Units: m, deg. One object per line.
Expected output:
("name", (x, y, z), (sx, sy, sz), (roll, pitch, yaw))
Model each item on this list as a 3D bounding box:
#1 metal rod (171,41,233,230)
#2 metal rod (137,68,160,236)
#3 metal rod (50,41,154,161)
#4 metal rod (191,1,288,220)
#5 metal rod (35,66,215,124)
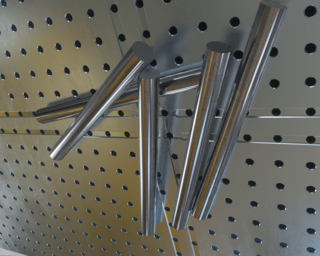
("metal rod", (0.043, 0.036, 0.390), (0.025, 0.025, 0.298), (20, 132, 16))
("metal rod", (-0.016, 0.056, 0.434), (0.025, 0.025, 0.298), (17, 131, 18))
("metal rod", (-0.096, -0.016, 0.418), (0.025, 0.025, 0.299), (47, 138, -5))
("metal rod", (0.082, 0.006, 0.371), (0.025, 0.025, 0.298), (22, 127, 15))
("metal rod", (-0.062, -0.040, 0.417), (0.300, 0.025, 0.025), (-9, 114, 31))
